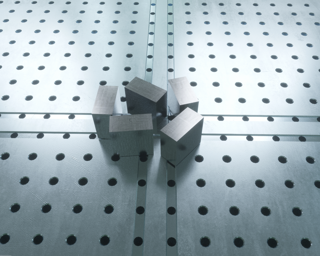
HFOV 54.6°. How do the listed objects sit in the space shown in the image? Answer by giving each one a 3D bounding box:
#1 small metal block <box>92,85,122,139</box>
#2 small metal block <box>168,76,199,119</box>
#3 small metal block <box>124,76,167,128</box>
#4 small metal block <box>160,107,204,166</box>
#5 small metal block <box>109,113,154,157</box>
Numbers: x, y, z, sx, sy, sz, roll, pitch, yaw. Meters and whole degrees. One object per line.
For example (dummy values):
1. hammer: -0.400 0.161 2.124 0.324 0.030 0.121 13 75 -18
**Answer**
1. small metal block: -0.068 -0.020 0.408 0.025 0.050 0.050 3 51 3
2. small metal block: 0.030 -0.033 0.419 0.025 0.050 0.050 -12 50 -10
3. small metal block: -0.018 -0.035 0.421 0.050 0.050 0.025 27 56 20
4. small metal block: 0.027 0.011 0.382 0.025 0.050 0.050 34 58 26
5. small metal block: -0.034 0.010 0.383 0.050 0.050 0.025 -4 50 -3
